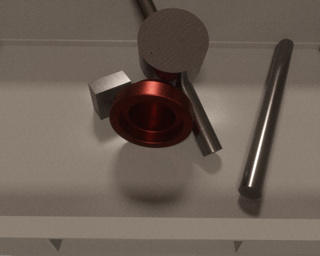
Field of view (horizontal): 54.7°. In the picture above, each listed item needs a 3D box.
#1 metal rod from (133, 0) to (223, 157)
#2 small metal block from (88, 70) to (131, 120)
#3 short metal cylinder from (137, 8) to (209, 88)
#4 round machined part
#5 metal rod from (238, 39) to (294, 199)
[{"bbox_3d":[0.008,-0.104,0.412,0.025,0.025,0.299,-20,78,-16],"label":"metal rod"},{"bbox_3d":[-0.066,-0.045,0.426,0.050,0.050,0.025,-24,55,-19],"label":"small metal block"},{"bbox_3d":[0.014,-0.094,0.371,0.081,0.050,0.080,0,77,-1],"label":"short metal cylinder"},{"bbox_3d":[-0.008,-0.021,0.375,0.099,0.097,0.042,4,51,3],"label":"round machined part"},{"bbox_3d":[0.157,-0.034,0.435,0.025,0.025,0.301,18,52,14],"label":"metal rod"}]
